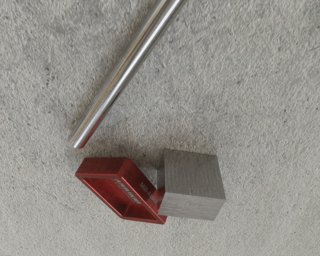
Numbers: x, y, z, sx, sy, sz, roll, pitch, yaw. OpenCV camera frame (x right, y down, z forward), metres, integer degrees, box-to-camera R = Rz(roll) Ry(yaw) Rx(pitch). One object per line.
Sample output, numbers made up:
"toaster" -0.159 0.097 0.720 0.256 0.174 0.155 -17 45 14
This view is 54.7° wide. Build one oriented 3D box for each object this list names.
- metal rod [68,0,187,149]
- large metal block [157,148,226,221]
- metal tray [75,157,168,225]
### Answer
"metal rod" -0.030 -0.077 0.341 0.025 0.025 0.298 27 125 -21
"large metal block" 0.040 0.079 0.439 0.081 0.080 0.050 9 130 -8
"metal tray" -0.052 0.095 0.462 0.090 0.030 0.130 -5 135 35
